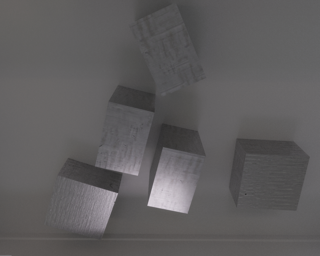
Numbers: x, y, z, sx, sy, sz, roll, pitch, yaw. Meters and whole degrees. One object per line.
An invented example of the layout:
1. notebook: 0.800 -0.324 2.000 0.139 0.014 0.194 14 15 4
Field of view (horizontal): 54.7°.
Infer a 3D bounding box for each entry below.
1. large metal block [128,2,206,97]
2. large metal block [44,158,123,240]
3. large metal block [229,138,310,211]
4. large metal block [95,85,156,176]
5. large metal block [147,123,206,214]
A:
1. large metal block: 0.009 -0.090 0.349 0.050 0.080 0.080 -23 109 8
2. large metal block: -0.106 0.099 0.433 0.080 0.050 0.079 18 109 -7
3. large metal block: 0.144 0.062 0.422 0.081 0.050 0.079 3 110 -1
4. large metal block: -0.040 0.000 0.381 0.050 0.080 0.079 13 110 -5
5. large metal block: 0.019 0.049 0.400 0.050 0.080 0.079 13 110 -5
